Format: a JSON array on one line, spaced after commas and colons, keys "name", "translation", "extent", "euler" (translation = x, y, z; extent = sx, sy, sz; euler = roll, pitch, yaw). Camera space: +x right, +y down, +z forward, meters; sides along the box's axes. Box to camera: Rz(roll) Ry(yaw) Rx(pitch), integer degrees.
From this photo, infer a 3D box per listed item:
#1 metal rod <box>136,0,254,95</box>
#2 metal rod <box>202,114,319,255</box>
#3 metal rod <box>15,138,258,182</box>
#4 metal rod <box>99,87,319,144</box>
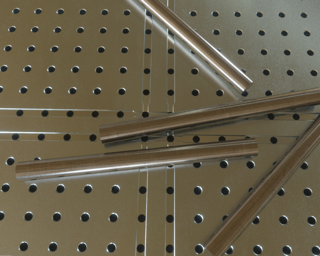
[{"name": "metal rod", "translation": [0.021, -0.159, 0.470], "extent": [0.025, 0.025, 0.300], "euler": [-41, 75, -13]}, {"name": "metal rod", "translation": [0.165, 0.046, 0.395], "extent": [0.301, 0.025, 0.025], "euler": [-43, 76, -14]}, {"name": "metal rod", "translation": [-0.027, 0.040, 0.397], "extent": [0.302, 0.025, 0.025], "euler": [-6, 70, -2]}, {"name": "metal rod", "translation": [0.071, -0.018, 0.418], "extent": [0.302, 0.025, 0.025], "euler": [-10, 70, -4]}]
